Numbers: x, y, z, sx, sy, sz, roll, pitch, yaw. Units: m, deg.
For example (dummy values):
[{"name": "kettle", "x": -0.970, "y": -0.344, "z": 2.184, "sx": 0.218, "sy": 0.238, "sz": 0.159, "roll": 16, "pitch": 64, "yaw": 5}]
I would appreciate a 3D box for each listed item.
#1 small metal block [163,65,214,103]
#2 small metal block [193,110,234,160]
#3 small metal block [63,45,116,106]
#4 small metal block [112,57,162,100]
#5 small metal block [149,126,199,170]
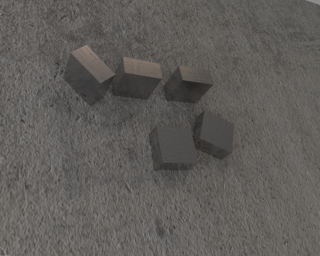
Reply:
[{"name": "small metal block", "x": 0.040, "y": -0.061, "z": 0.446, "sx": 0.050, "sy": 0.050, "sz": 0.025, "roll": 4, "pitch": 60, "yaw": -27}, {"name": "small metal block", "x": 0.075, "y": 0.010, "z": 0.438, "sx": 0.050, "sy": 0.025, "sz": 0.050, "roll": 24, "pitch": 53, "yaw": -13}, {"name": "small metal block", "x": -0.088, "y": -0.063, "z": 0.379, "sx": 0.050, "sy": 0.050, "sz": 0.025, "roll": 46, "pitch": 51, "yaw": 3}, {"name": "small metal block", "x": -0.032, "y": -0.064, "z": 0.409, "sx": 0.050, "sy": 0.050, "sz": 0.025, "roll": 5, "pitch": 60, "yaw": -26}, {"name": "small metal block", "x": 0.017, "y": 0.026, "z": 0.396, "sx": 0.050, "sy": 0.025, "sz": 0.050, "roll": 4, "pitch": 60, "yaw": -26}]
